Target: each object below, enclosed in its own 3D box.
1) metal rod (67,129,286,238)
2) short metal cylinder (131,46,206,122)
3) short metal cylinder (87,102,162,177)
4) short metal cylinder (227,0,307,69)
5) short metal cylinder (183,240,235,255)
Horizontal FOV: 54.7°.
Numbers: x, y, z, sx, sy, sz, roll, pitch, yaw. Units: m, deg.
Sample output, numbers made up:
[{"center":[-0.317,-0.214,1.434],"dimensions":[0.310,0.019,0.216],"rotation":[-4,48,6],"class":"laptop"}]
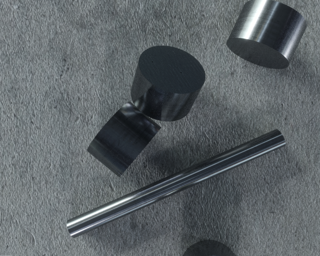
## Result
[{"center":[0.021,0.073,0.410],"dimensions":[0.301,0.025,0.025],"rotation":[-24,90,0],"class":"metal rod"},{"center":[0.009,-0.055,0.377],"dimensions":[0.081,0.050,0.080],"rotation":[9,51,-11],"class":"short metal cylinder"},{"center":[-0.043,0.014,0.382],"dimensions":[0.050,0.080,0.080],"rotation":[40,90,0],"class":"short metal cylinder"},{"center":[0.130,-0.114,0.383],"dimensions":[0.080,0.080,0.050],"rotation":[25,90,0],"class":"short metal cylinder"},{"center":[0.067,0.193,0.398],"dimensions":[0.081,0.050,0.079],"rotation":[0,90,0],"class":"short metal cylinder"}]
